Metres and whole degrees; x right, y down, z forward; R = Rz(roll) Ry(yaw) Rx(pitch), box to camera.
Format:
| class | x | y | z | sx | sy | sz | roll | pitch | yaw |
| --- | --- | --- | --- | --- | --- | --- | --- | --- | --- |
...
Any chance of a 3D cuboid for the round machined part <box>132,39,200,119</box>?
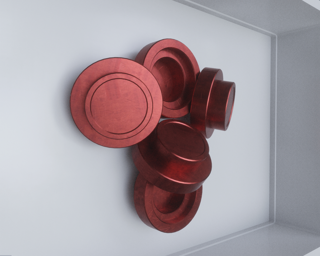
| class | x | y | z | sx | sy | sz | roll | pitch | yaw |
| --- | --- | --- | --- | --- | --- | --- | --- | --- | --- |
| round machined part | 0.004 | -0.060 | 0.395 | 0.099 | 0.042 | 0.097 | 0 | 90 | -40 |

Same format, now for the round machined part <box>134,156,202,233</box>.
| class | x | y | z | sx | sy | sz | roll | pitch | yaw |
| --- | --- | --- | --- | --- | --- | --- | --- | --- | --- |
| round machined part | 0.006 | 0.080 | 0.398 | 0.099 | 0.042 | 0.097 | 0 | 90 | -40 |

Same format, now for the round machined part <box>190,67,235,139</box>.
| class | x | y | z | sx | sy | sz | roll | pitch | yaw |
| --- | --- | --- | --- | --- | --- | --- | --- | --- | --- |
| round machined part | 0.077 | -0.033 | 0.428 | 0.098 | 0.042 | 0.097 | 10 | 91 | -71 |

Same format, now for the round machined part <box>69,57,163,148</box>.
| class | x | y | z | sx | sy | sz | roll | pitch | yaw |
| --- | --- | --- | --- | --- | --- | --- | --- | --- | --- |
| round machined part | -0.045 | -0.025 | 0.328 | 0.099 | 0.042 | 0.097 | -3 | 102 | -12 |

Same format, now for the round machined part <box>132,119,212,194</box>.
| class | x | y | z | sx | sy | sz | roll | pitch | yaw |
| --- | --- | --- | --- | --- | --- | --- | --- | --- | --- |
| round machined part | 0.020 | 0.027 | 0.372 | 0.099 | 0.098 | 0.042 | -9 | 140 | -40 |
